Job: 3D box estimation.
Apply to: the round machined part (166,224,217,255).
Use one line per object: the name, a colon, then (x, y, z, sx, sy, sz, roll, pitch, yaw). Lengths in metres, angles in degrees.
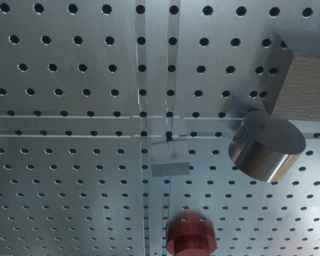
round machined part: (0.061, 0.230, 0.597, 0.099, 0.042, 0.097, 0, 130, 0)

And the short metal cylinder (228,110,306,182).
short metal cylinder: (0.135, 0.022, 0.396, 0.081, 0.080, 0.050, 11, 129, -9)

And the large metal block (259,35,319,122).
large metal block: (0.169, -0.054, 0.350, 0.081, 0.050, 0.079, 3, 130, -3)

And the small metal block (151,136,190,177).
small metal block: (0.014, 0.039, 0.429, 0.050, 0.050, 0.025, -4, 130, 3)
